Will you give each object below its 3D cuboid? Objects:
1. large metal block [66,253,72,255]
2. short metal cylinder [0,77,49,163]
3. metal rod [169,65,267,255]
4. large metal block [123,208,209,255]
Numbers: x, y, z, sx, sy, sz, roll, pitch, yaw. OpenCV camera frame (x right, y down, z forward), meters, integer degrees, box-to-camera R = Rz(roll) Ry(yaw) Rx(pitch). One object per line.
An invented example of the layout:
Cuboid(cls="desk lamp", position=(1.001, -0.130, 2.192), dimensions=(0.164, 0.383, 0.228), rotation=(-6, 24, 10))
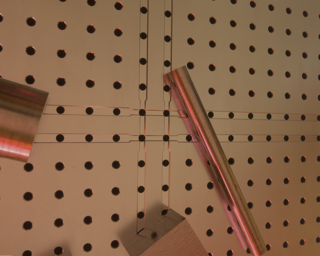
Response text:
Cuboid(cls="large metal block", position=(-0.124, 0.208, 0.354), dimensions=(0.081, 0.050, 0.080), rotation=(-22, 98, -19))
Cuboid(cls="short metal cylinder", position=(-0.154, -0.008, 0.327), dimensions=(0.050, 0.080, 0.080), rotation=(17, 84, -20))
Cuboid(cls="metal rod", position=(0.086, 0.053, 0.446), dimensions=(0.025, 0.025, 0.299), rotation=(-29, 100, -18))
Cuboid(cls="large metal block", position=(0.012, 0.167, 0.405), dimensions=(0.080, 0.050, 0.080), rotation=(-34, 101, -17))
